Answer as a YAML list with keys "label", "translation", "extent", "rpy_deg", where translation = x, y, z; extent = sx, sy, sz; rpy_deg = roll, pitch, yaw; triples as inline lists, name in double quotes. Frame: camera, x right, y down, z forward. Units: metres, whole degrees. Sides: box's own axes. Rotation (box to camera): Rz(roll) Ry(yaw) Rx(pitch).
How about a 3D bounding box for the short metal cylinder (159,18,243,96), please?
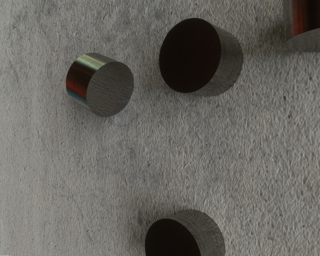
- label: "short metal cylinder"
  translation: [0.046, -0.077, 0.351]
  extent: [0.080, 0.050, 0.080]
  rpy_deg: [0, 90, 40]

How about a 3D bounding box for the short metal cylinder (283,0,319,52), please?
- label: "short metal cylinder"
  translation: [0.143, -0.097, 0.251]
  extent: [0.080, 0.081, 0.050]
  rpy_deg: [-3, 89, 40]

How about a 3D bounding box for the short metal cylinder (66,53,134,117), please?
- label: "short metal cylinder"
  translation: [-0.084, -0.061, 0.439]
  extent: [0.050, 0.081, 0.079]
  rpy_deg: [29, 108, 36]

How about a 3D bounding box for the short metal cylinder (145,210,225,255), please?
- label: "short metal cylinder"
  translation: [0.029, 0.141, 0.365]
  extent: [0.080, 0.050, 0.080]
  rpy_deg: [0, 90, 40]
